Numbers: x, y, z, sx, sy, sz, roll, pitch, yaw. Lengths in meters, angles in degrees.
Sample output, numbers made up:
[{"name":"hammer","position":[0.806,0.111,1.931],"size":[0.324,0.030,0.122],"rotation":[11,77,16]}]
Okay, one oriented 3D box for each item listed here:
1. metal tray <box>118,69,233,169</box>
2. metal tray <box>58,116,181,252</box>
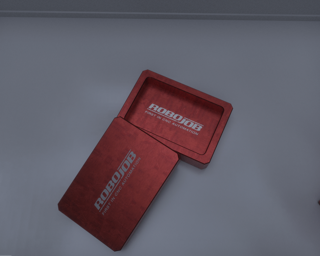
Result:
[{"name":"metal tray","position":[0.019,-0.013,0.411],"size":[0.130,0.030,0.090],"rotation":[24,72,8]},{"name":"metal tray","position":[-0.046,0.063,0.366],"size":[0.090,0.030,0.130],"rotation":[33,88,11]}]
